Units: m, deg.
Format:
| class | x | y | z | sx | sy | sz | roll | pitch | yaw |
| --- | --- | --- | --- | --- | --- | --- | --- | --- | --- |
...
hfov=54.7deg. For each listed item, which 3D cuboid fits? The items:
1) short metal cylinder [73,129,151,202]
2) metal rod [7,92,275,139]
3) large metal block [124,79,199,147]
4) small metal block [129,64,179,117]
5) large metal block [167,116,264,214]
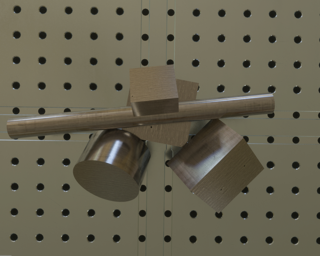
| class | x | y | z | sx | sy | sz | roll | pitch | yaw |
| --- | --- | --- | --- | --- | --- | --- | --- | --- | --- |
| short metal cylinder | -0.057 | 0.046 | 0.376 | 0.080 | 0.079 | 0.050 | 19 | 47 | 0 |
| metal rod | -0.021 | -0.014 | 0.360 | 0.302 | 0.025 | 0.025 | -6 | 90 | 0 |
| large metal block | 0.000 | -0.023 | 0.397 | 0.080 | 0.050 | 0.080 | 11 | 90 | 0 |
| small metal block | -0.007 | -0.042 | 0.348 | 0.050 | 0.025 | 0.050 | -6 | 55 | 0 |
| large metal block | 0.069 | 0.046 | 0.376 | 0.080 | 0.050 | 0.080 | -45 | 134 | 0 |
